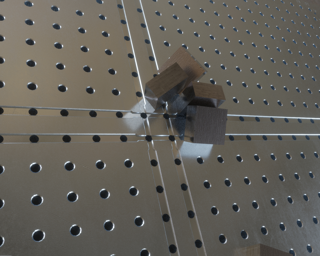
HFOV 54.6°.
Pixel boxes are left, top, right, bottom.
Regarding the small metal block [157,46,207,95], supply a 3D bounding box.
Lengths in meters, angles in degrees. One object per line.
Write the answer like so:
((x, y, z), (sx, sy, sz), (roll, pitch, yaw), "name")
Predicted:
((0.033, -0.084, 0.457), (0.050, 0.050, 0.025), (47, 18, 5), "small metal block")

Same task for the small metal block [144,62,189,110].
((0.007, -0.055, 0.419), (0.050, 0.050, 0.025), (-37, 82, -13), "small metal block")

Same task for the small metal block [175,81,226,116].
((0.057, -0.040, 0.447), (0.050, 0.050, 0.025), (4, 60, -26), "small metal block")

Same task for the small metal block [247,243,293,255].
((0.133, 0.173, 0.373), (0.050, 0.025, 0.050), (23, 53, -14), "small metal block")

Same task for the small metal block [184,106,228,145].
((0.063, -0.004, 0.430), (0.050, 0.025, 0.050), (5, 91, -26), "small metal block")
